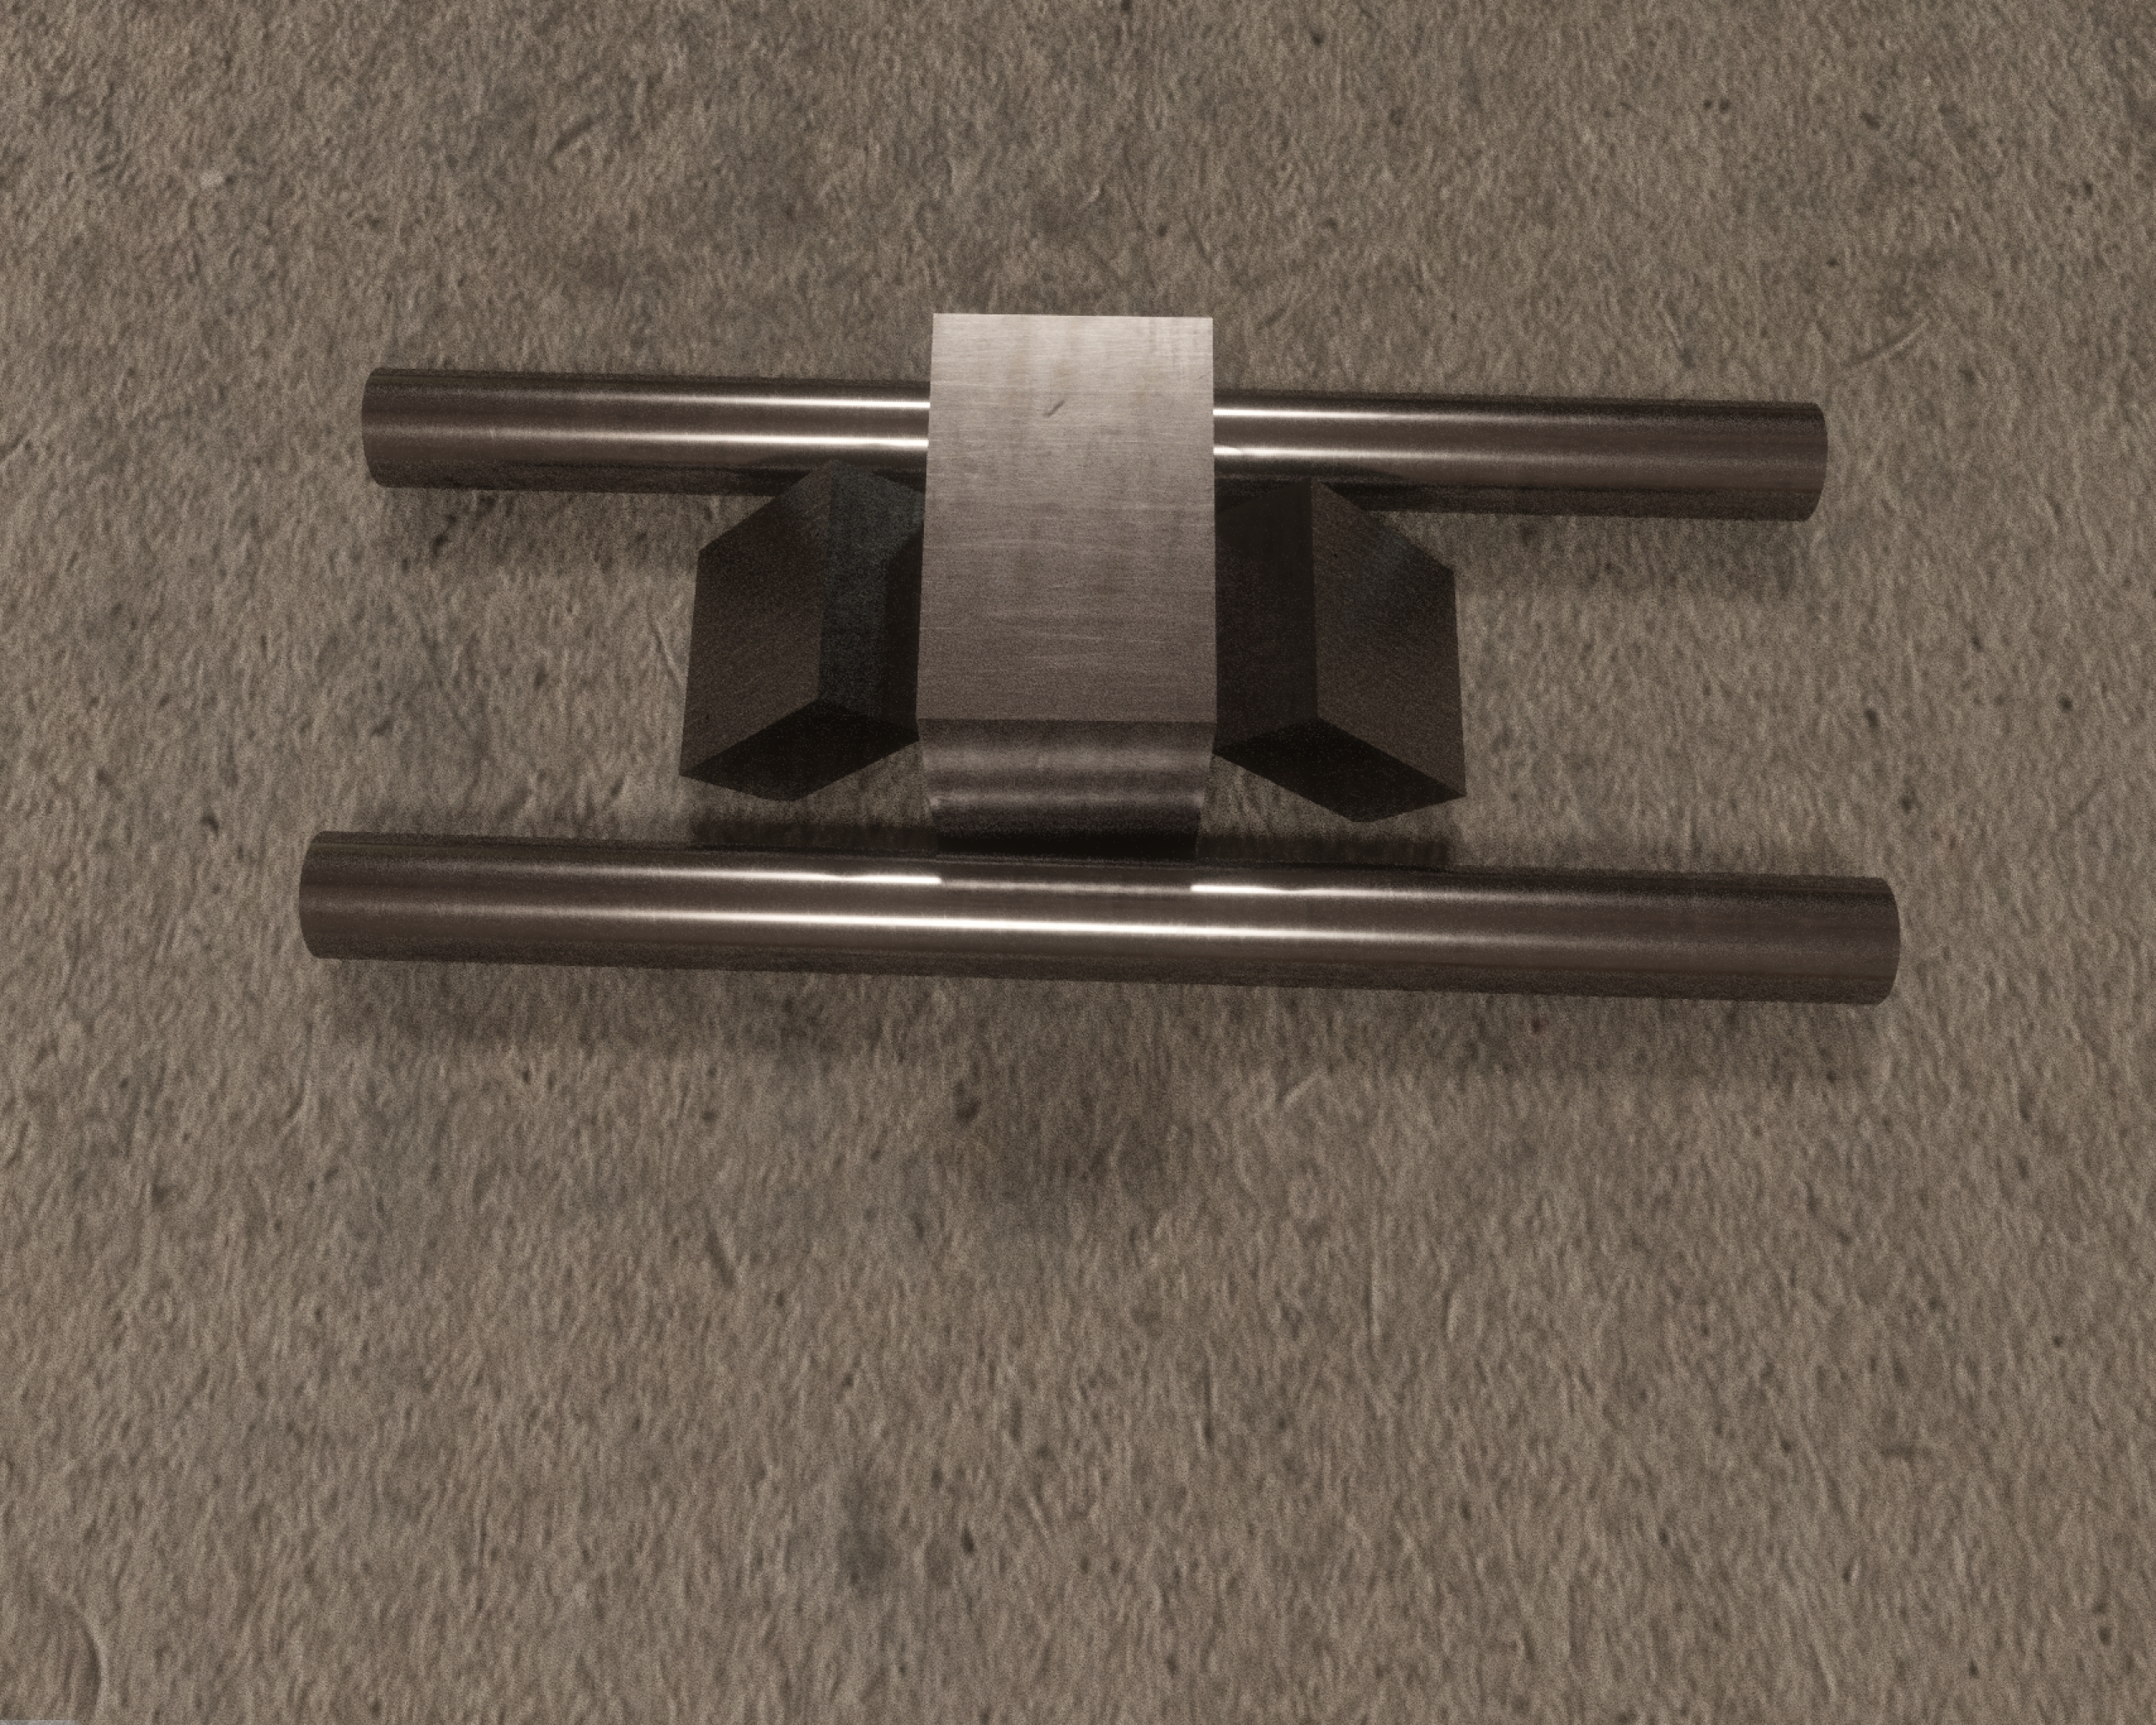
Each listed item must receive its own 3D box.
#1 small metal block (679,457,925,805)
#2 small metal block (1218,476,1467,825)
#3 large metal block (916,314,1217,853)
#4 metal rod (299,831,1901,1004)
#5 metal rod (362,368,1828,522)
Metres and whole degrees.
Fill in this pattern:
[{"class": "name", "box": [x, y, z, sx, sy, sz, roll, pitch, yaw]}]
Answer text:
[{"class": "small metal block", "box": [-0.053, -0.044, 0.410, 0.025, 0.050, 0.050, 16, 65, -37]}, {"class": "small metal block", "box": [0.051, -0.040, 0.410, 0.025, 0.050, 0.050, -17, 64, 39]}, {"class": "large metal block", "box": [-0.002, -0.048, 0.400, 0.050, 0.080, 0.080, 1, 70, 0]}, {"class": "metal rod", "box": [0.004, 0.011, 0.405, 0.302, 0.025, 0.025, 2, 70, 0]}, {"class": "metal rod", "box": [0.004, -0.088, 0.442, 0.302, 0.025, 0.025, 1, 70, 0]}]
